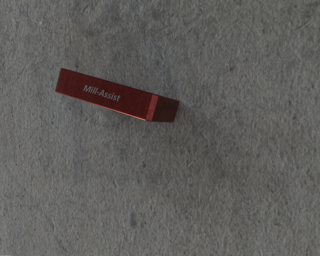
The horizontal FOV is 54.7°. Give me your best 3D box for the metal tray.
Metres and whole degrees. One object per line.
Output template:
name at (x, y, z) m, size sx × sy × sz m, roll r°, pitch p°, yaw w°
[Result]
metal tray at (-0.051, -0.040, 0.391) m, size 0.130 × 0.090 × 0.030 m, roll 18°, pitch 96°, yaw 18°
